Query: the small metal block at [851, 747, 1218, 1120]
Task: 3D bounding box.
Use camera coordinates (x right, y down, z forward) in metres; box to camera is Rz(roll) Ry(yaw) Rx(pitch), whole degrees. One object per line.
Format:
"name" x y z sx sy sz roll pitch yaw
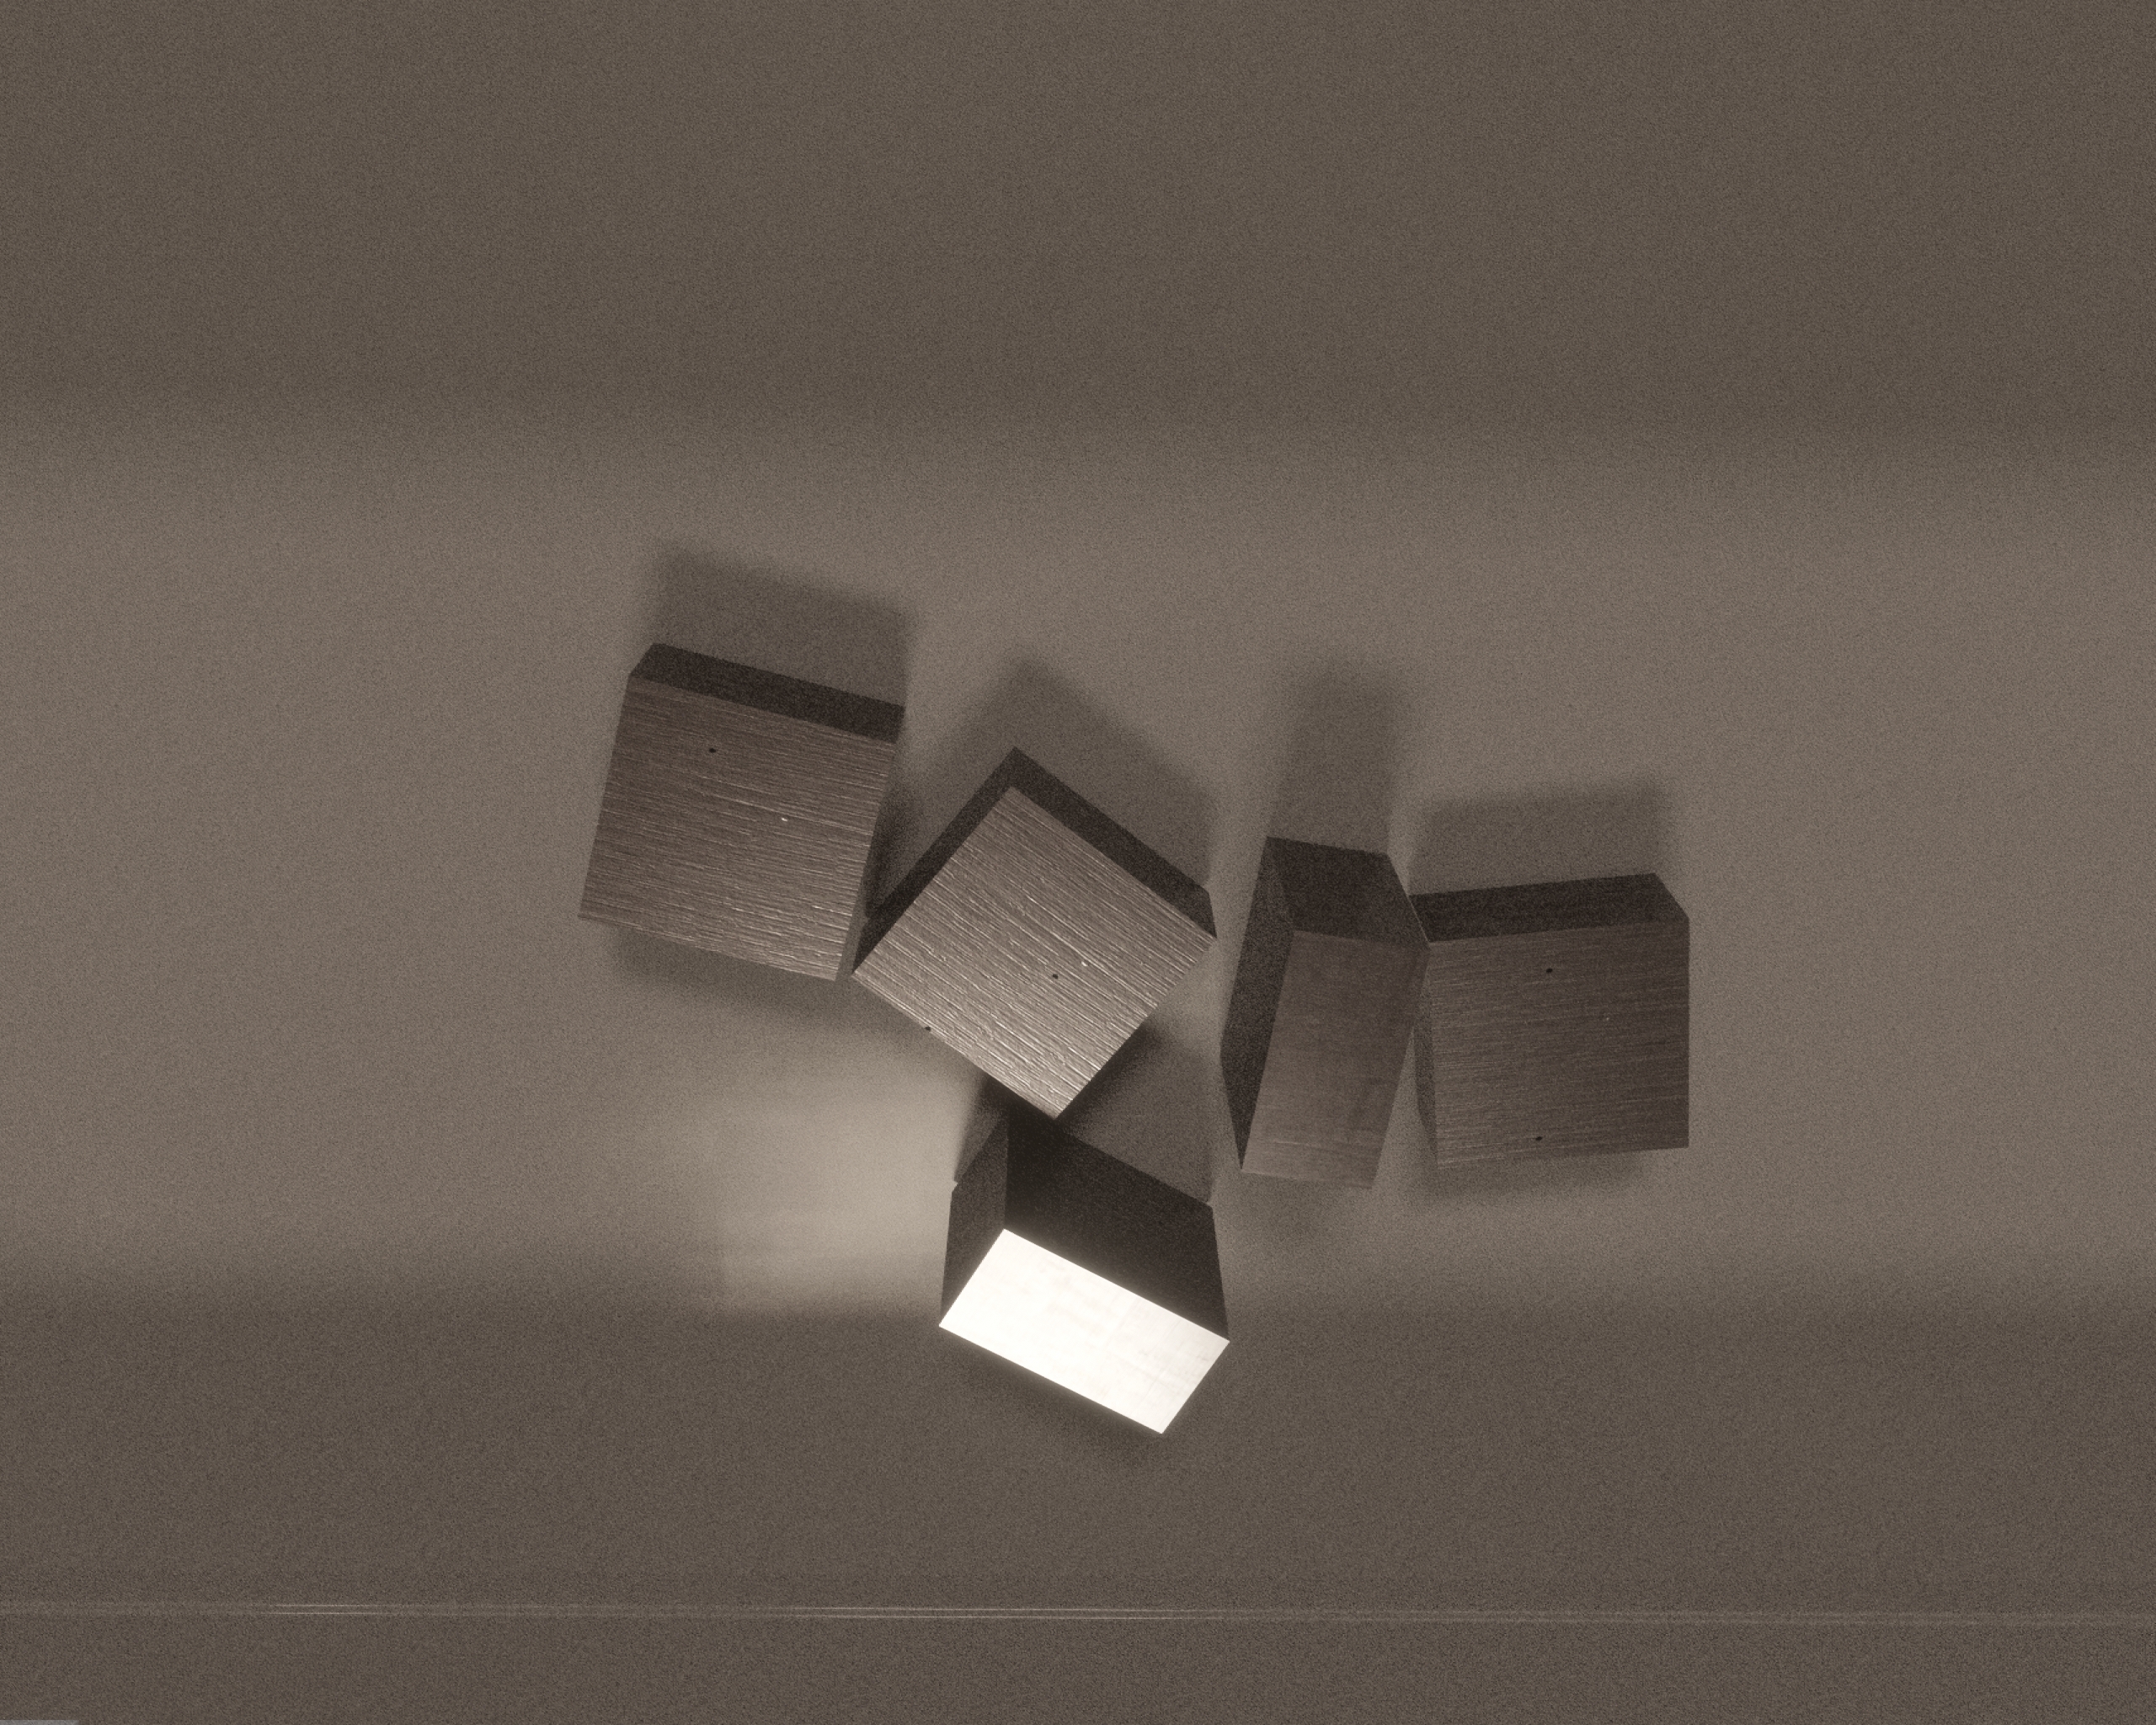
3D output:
"small metal block" -0.009 0.014 0.414 0.050 0.025 0.050 37 106 -13

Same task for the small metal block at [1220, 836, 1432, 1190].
"small metal block" 0.047 0.028 0.407 0.025 0.050 0.050 9 110 -4

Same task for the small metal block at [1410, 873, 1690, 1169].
"small metal block" 0.095 0.032 0.422 0.050 0.025 0.050 -5 110 1

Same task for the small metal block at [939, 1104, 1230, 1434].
"small metal block" 0.001 0.082 0.426 0.050 0.050 0.025 29 108 -11

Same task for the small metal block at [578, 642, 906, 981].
"small metal block" -0.065 -0.010 0.404 0.050 0.025 0.050 14 109 -6
